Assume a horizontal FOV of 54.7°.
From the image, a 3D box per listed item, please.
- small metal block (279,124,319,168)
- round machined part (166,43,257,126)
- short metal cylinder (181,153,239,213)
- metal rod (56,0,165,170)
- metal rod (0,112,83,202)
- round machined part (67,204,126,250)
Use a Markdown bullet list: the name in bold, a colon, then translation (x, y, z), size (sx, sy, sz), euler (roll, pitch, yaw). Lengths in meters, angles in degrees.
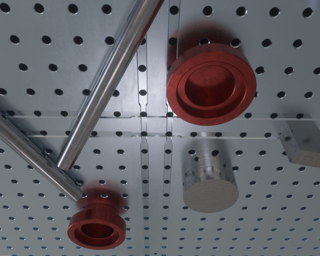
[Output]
- **small metal block**: translation (0.197, 0.025, 0.418), size (0.050, 0.050, 0.025), euler (11, 129, -9)
- **round machined part**: translation (0.056, -0.053, 0.356), size (0.099, 0.042, 0.097), euler (0, 130, 0)
- **short metal cylinder**: translation (0.074, 0.084, 0.467), size (0.081, 0.050, 0.079), euler (0, 130, 0)
- **metal rod**: translation (-0.067, -0.048, 0.369), size (0.025, 0.025, 0.298), euler (23, 126, -19)
- **metal rod**: translation (-0.203, 0.007, 0.415), size (0.025, 0.025, 0.299), euler (-21, 127, 17)
- **round machined part**: translation (-0.108, 0.170, 0.544), size (0.099, 0.042, 0.097), euler (0, 130, 0)
